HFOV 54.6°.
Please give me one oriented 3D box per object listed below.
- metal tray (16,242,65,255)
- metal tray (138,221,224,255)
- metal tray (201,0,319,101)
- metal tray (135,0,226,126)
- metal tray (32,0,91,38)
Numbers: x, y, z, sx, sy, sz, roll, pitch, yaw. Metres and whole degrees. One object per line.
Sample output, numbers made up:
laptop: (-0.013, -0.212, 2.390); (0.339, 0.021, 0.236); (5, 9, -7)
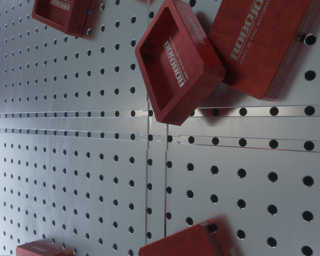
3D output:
metal tray: (-0.233, 0.280, 0.601); (0.130, 0.030, 0.090); (-6, 86, 40)
metal tray: (0.039, 0.186, 0.357); (0.090, 0.030, 0.130); (-29, 71, 17)
metal tray: (0.102, -0.104, 0.323); (0.090, 0.030, 0.129); (33, 110, 35)
metal tray: (0.016, -0.079, 0.363); (0.090, 0.030, 0.130); (-50, 45, 38)
metal tray: (-0.177, -0.224, 0.554); (0.130, 0.030, 0.089); (31, 109, 35)
